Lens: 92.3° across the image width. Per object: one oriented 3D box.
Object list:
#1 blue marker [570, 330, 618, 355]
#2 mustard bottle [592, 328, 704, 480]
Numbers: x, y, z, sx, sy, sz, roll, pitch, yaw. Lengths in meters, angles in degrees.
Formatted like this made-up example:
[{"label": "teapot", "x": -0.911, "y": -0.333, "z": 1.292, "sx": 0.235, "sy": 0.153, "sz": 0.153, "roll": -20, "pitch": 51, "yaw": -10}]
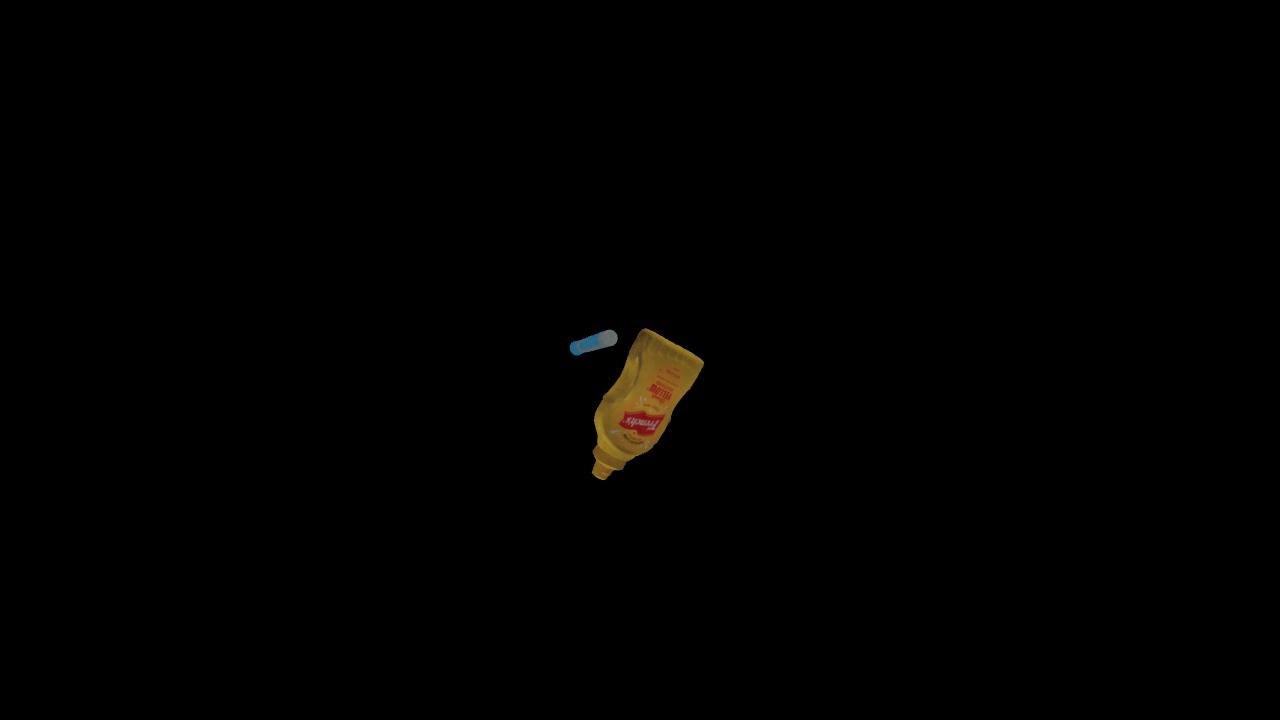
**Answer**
[{"label": "blue marker", "x": -0.059, "y": -0.020, "z": 0.742, "sx": 0.020, "sy": 0.020, "sz": 0.121, "roll": 0, "pitch": -5, "yaw": -25}, {"label": "mustard bottle", "x": -0.005, "y": 0.061, "z": 0.723, "sx": 0.092, "sy": 0.184, "sz": 0.054, "roll": 26, "pitch": 7, "yaw": -39}]
